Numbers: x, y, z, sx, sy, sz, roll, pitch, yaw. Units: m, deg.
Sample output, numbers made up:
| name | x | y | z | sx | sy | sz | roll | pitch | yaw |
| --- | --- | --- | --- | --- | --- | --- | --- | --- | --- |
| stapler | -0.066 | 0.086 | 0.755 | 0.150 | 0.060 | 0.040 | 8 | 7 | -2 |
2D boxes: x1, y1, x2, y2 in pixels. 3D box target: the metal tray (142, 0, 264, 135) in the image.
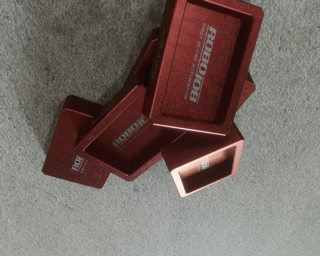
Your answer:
| name | x | y | z | sx | sy | sz | roll | pitch | yaw |
| --- | --- | --- | --- | --- | --- | --- | --- | --- | --- |
| metal tray | 0.041 | -0.063 | 0.307 | 0.091 | 0.030 | 0.129 | 9 | 103 | -21 |

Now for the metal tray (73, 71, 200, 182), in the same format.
| name | x | y | z | sx | sy | sz | roll | pitch | yaw |
| --- | --- | --- | --- | --- | --- | --- | --- | --- | --- |
| metal tray | -0.029 | 0.004 | 0.369 | 0.090 | 0.030 | 0.130 | 34 | 122 | -26 |

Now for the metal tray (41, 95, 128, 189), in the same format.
| name | x | y | z | sx | sy | sz | roll | pitch | yaw |
| --- | --- | --- | --- | --- | --- | --- | --- | --- | --- |
| metal tray | -0.101 | 0.025 | 0.424 | 0.091 | 0.030 | 0.129 | 19 | 127 | -16 |

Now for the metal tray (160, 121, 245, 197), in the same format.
| name | x | y | z | sx | sy | sz | roll | pitch | yaw |
| --- | --- | --- | --- | --- | --- | --- | --- | --- | --- |
| metal tray | 0.056 | 0.044 | 0.399 | 0.090 | 0.030 | 0.130 | -23 | 153 | -2 |

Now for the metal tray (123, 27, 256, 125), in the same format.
| name | x | y | z | sx | sy | sz | roll | pitch | yaw |
| --- | --- | --- | --- | --- | --- | --- | --- | --- | --- |
| metal tray | 0.032 | -0.048 | 0.365 | 0.131 | 0.030 | 0.089 | 21 | 127 | -18 |
